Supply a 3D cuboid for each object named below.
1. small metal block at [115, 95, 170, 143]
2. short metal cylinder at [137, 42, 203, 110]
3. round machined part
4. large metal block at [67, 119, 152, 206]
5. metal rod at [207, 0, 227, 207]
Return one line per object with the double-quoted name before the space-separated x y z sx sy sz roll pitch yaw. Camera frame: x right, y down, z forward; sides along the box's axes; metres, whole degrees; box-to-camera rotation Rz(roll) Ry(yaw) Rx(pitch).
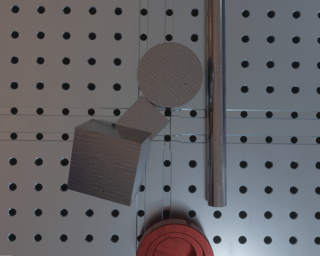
"small metal block" -0.022 -0.008 0.413 0.050 0.025 0.050 43 90 -1
"short metal cylinder" 0.012 -0.065 0.401 0.081 0.050 0.079 0 90 0
"round machined part" 0.019 0.167 0.405 0.099 0.042 0.097 0 90 -1
"large metal block" -0.062 0.040 0.385 0.080 0.050 0.079 14 105 8
"metal rod" 0.076 -0.046 0.414 0.025 0.025 0.298 0 90 -1
